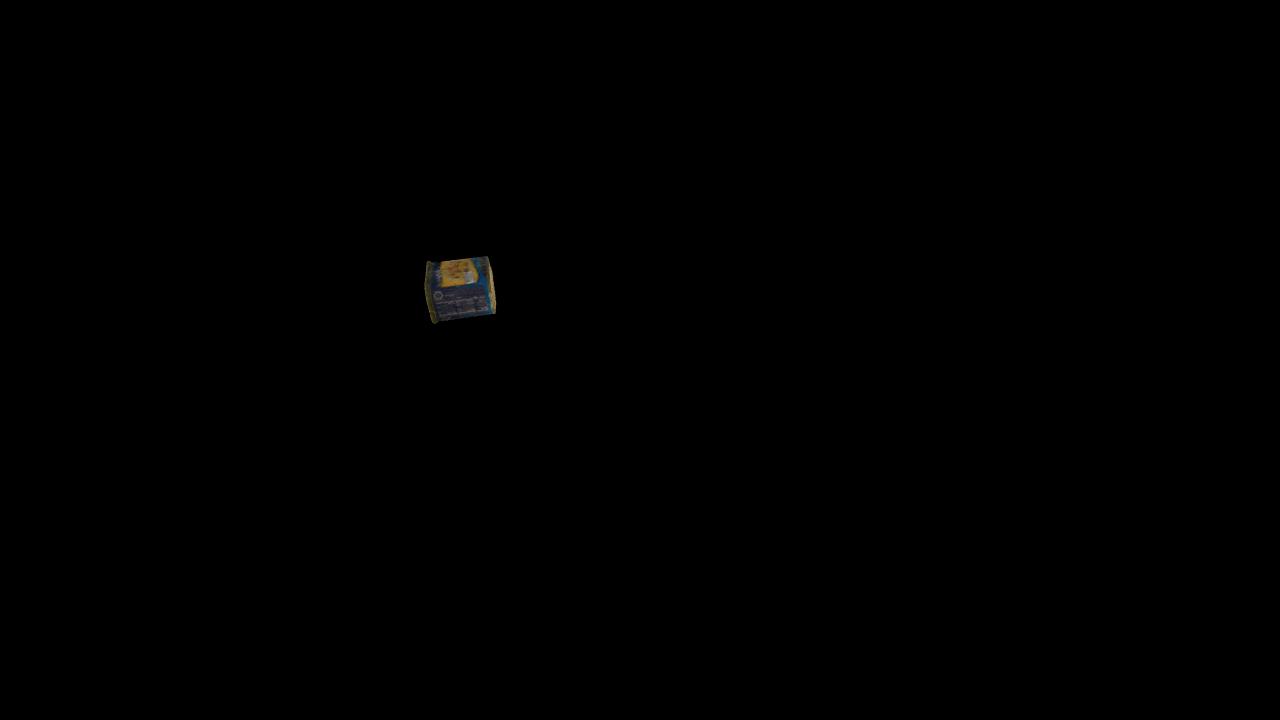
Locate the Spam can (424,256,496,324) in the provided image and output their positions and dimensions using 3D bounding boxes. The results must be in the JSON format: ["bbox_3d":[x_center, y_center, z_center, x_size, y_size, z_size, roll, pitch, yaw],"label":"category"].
[{"bbox_3d":[-0.245,-0.100,0.846,0.085,0.058,0.101,-9,38,-10],"label":"Spam can"}]
